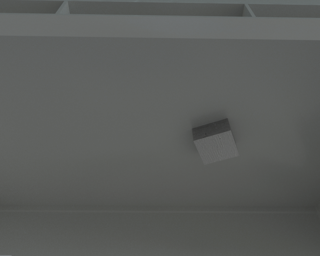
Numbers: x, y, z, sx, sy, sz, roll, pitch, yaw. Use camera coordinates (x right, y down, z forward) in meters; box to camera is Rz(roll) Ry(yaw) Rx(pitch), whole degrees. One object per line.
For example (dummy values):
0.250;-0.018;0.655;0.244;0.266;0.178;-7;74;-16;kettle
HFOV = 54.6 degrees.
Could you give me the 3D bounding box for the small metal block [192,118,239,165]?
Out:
0.077;0.019;0.426;0.050;0.025;0.050;-17;128;14;small metal block
